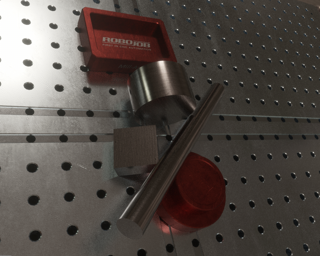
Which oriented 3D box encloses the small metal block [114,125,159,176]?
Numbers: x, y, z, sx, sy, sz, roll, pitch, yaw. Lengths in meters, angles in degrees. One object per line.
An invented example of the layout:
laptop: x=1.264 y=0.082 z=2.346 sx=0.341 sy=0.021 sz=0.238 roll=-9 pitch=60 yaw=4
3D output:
small metal block: x=-0.027 y=0.026 z=0.365 sx=0.050 sy=0.025 sz=0.050 roll=-6 pitch=61 yaw=1

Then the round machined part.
round machined part: x=0.040 y=0.072 z=0.377 sx=0.099 sy=0.042 sz=0.098 roll=14 pitch=56 yaw=-21

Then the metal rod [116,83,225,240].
metal rod: x=0.033 y=0.012 z=0.381 sx=0.025 sy=0.025 sz=0.301 roll=40 pitch=39 yaw=-1

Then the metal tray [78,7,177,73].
metal tray: x=-0.047 y=-0.126 z=0.457 sx=0.131 sy=0.030 sz=0.090 roll=-2 pitch=63 yaw=-29

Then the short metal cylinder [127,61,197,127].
short metal cylinder: x=0.002 y=-0.042 z=0.401 sx=0.081 sy=0.080 sz=0.050 roll=0 pitch=62 yaw=-28
